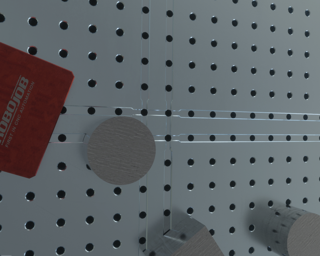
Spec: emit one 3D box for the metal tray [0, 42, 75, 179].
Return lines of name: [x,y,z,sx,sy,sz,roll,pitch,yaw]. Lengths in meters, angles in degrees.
metal tray: [-0.163,-0.018,0.350,0.091,0.030,0.130,22,83,-19]

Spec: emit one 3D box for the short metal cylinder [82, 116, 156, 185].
short metal cylinder: [-0.051,0.026,0.380,0.081,0.050,0.079,0,90,-20]

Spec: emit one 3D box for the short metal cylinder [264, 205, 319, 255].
short metal cylinder: [0.210,0.164,0.477,0.081,0.050,0.079,0,90,-20]

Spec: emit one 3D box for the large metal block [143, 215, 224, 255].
large metal block: [0.038,0.179,0.414,0.080,0.050,0.080,-35,102,-17]
